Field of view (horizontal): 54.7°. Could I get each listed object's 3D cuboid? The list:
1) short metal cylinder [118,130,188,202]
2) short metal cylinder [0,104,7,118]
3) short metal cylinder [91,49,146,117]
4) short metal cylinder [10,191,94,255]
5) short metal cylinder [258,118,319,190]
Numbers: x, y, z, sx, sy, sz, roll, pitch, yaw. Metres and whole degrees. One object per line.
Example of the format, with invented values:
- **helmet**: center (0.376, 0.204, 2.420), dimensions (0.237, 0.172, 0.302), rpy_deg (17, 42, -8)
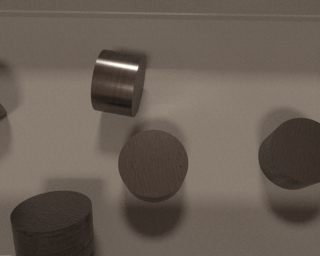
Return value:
- **short metal cylinder**: center (-0.008, 0.048, 0.379), dimensions (0.081, 0.050, 0.080), rpy_deg (0, 70, 0)
- **short metal cylinder**: center (-0.243, -0.034, 0.390), dimensions (0.050, 0.080, 0.080), rpy_deg (-42, 76, -14)
- **short metal cylinder**: center (-0.052, -0.057, 0.401), dimensions (0.050, 0.080, 0.080), rpy_deg (10, 70, 3)
- **short metal cylinder**: center (-0.113, 0.109, 0.332), dimensions (0.081, 0.080, 0.050), rpy_deg (0, 107, 0)
- **short metal cylinder**: center (0.171, 0.033, 0.386), dimensions (0.081, 0.050, 0.080), rpy_deg (0, 70, 0)
